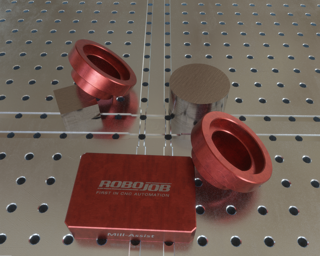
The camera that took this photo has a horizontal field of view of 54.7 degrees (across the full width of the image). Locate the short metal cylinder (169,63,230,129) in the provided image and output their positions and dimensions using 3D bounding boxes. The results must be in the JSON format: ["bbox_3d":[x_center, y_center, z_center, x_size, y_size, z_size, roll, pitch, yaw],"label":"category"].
[{"bbox_3d":[0.053,-0.045,0.430,0.081,0.050,0.080,0,50,0],"label":"short metal cylinder"}]

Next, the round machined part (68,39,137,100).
[{"bbox_3d":[-0.085,-0.078,0.439,0.098,0.042,0.098,33,26,-18],"label":"round machined part"}]

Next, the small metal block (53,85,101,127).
[{"bbox_3d":[-0.117,-0.035,0.435,0.050,0.025,0.050,-18,53,-15],"label":"small metal block"}]

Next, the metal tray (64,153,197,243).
[{"bbox_3d":[-0.028,0.074,0.342,0.131,0.030,0.090,2,50,1],"label":"metal tray"}]

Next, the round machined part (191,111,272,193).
[{"bbox_3d":[0.076,0.031,0.354,0.099,0.042,0.098,22,40,-20],"label":"round machined part"}]
